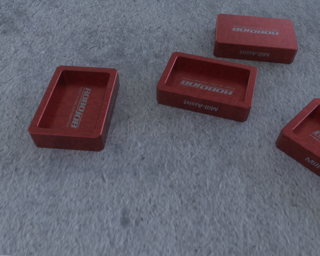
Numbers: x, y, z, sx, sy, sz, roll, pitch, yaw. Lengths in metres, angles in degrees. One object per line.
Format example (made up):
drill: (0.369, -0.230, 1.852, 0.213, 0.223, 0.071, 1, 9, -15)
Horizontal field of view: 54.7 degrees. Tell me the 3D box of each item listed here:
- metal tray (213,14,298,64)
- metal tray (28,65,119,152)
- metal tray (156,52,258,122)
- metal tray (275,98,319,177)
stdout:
metal tray: (0.161, -0.155, 0.533, 0.131, 0.030, 0.090, 7, 50, 5)
metal tray: (-0.111, -0.031, 0.424, 0.091, 0.030, 0.130, 4, 50, 3)
metal tray: (0.070, -0.063, 0.453, 0.131, 0.030, 0.090, 14, 51, 10)
metal tray: (0.224, 0.026, 0.381, 0.091, 0.030, 0.130, -36, 59, -27)
